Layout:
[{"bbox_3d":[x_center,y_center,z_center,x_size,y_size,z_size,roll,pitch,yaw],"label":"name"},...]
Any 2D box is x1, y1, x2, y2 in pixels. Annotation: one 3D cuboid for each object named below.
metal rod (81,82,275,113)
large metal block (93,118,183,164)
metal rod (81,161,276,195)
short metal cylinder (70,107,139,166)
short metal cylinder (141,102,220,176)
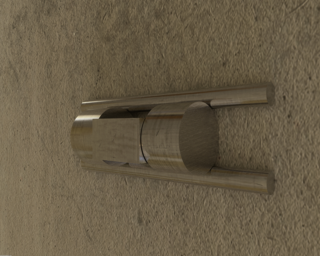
[{"bbox_3d":[-0.003,-0.034,0.409,0.300,0.025,0.025,0,90,40],"label":"metal rod"},{"bbox_3d":[-0.027,0.014,0.390,0.080,0.081,0.050,0,90,40],"label":"large metal block"},{"bbox_3d":[-0.003,0.056,0.409,0.300,0.025,0.025,0,90,40],"label":"metal rod"},{"bbox_3d":[-0.076,0.012,0.433,0.050,0.081,0.080,-1,90,40],"label":"short metal cylinder"},{"bbox_3d":[0.025,0.012,0.349,0.050,0.081,0.080,-1,90,40],"label":"short metal cylinder"}]
